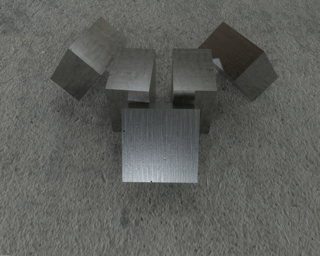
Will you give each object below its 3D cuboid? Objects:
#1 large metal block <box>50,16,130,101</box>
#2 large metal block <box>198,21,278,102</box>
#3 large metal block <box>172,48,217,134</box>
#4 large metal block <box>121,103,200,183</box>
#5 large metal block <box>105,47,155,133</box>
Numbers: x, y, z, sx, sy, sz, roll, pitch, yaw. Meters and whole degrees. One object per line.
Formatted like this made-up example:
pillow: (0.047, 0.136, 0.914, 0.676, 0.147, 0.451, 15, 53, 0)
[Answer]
large metal block: (-0.099, -0.096, 0.437, 0.050, 0.080, 0.080, 40, 52, -15)
large metal block: (0.111, -0.092, 0.440, 0.050, 0.080, 0.080, -46, 56, 11)
large metal block: (0.041, -0.048, 0.410, 0.050, 0.080, 0.080, 1, 50, 0)
large metal block: (0.001, 0.014, 0.349, 0.081, 0.079, 0.050, 1, 11, 0)
large metal block: (-0.034, -0.048, 0.409, 0.050, 0.080, 0.080, 4, 50, 3)
